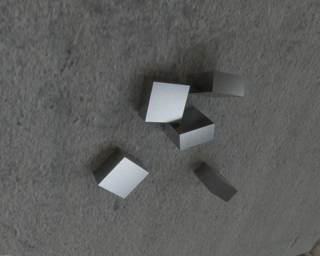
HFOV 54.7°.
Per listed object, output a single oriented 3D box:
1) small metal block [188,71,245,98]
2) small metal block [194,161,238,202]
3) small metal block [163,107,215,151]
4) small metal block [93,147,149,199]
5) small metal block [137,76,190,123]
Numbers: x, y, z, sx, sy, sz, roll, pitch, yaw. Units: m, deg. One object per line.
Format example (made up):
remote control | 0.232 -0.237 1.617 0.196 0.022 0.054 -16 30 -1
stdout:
small metal block | 0.071 -0.054 0.394 0.050 0.050 0.025 4 91 -31
small metal block | 0.089 0.086 0.495 0.025 0.050 0.050 -49 129 6
small metal block | 0.037 -0.001 0.412 0.050 0.050 0.025 -17 126 -19
small metal block | -0.052 0.061 0.418 0.050 0.025 0.050 -47 130 4
small metal block | 0.004 -0.035 0.386 0.050 0.025 0.050 2 113 -29
